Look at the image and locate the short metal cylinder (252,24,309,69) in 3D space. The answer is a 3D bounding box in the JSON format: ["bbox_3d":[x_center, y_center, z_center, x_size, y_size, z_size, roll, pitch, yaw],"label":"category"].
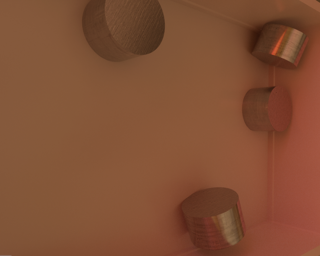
[{"bbox_3d":[0.209,-0.141,0.542,0.081,0.080,0.050,17,98,-39],"label":"short metal cylinder"}]

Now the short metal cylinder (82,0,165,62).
[{"bbox_3d":[-0.041,-0.120,0.357,0.081,0.050,0.079,0,90,-40],"label":"short metal cylinder"}]

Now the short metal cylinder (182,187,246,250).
[{"bbox_3d":[0.076,0.125,0.437,0.081,0.080,0.050,-26,107,-37],"label":"short metal cylinder"}]

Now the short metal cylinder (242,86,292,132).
[{"bbox_3d":[0.192,-0.034,0.555,0.081,0.050,0.079,0,90,-40],"label":"short metal cylinder"}]
